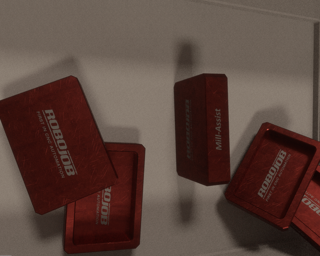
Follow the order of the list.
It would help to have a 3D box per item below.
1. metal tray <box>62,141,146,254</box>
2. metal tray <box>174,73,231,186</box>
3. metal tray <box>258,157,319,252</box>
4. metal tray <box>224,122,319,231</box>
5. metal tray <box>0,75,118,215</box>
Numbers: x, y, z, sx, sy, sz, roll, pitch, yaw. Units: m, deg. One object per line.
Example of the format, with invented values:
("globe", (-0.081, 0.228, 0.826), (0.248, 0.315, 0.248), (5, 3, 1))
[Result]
("metal tray", (-0.069, 0.082, 0.383), (0.091, 0.030, 0.129), (4, 89, -21))
("metal tray", (0.051, 0.001, 0.395), (0.030, 0.090, 0.129), (-2, 91, -20))
("metal tray", (0.214, 0.103, 0.439), (0.090, 0.130, 0.030), (-43, 149, -8))
("metal tray", (0.162, 0.065, 0.438), (0.130, 0.090, 0.030), (-58, 151, -13))
("metal tray", (-0.111, 0.018, 0.344), (0.091, 0.030, 0.129), (-22, 85, -9))
